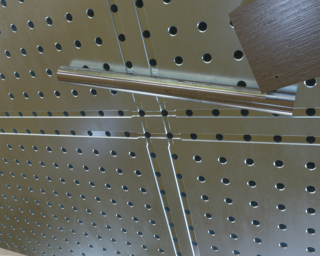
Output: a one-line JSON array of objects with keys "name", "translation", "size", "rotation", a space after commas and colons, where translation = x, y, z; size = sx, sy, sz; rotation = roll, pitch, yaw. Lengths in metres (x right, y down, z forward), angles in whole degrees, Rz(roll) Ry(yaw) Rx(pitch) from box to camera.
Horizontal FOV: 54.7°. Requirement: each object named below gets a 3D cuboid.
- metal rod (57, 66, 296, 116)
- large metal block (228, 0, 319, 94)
[{"name": "metal rod", "translation": [0.002, -0.050, 0.378], "size": [0.301, 0.025, 0.025], "rotation": [10, 123, 22]}, {"name": "large metal block", "translation": [0.120, -0.087, 0.278], "size": [0.080, 0.050, 0.080], "rotation": [-17, 110, 34]}]
